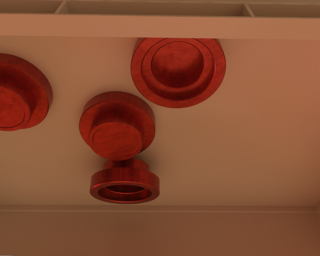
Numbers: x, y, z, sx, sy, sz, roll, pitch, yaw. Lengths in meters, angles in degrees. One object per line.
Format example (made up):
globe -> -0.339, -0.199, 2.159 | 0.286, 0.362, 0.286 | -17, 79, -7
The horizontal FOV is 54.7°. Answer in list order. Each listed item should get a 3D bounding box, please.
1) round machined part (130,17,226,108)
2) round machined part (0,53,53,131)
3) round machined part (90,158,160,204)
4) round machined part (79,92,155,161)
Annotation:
round machined part -> 0.019, -0.072, 0.336 | 0.099, 0.042, 0.097 | 0, 130, 0
round machined part -> -0.183, -0.035, 0.367 | 0.099, 0.042, 0.097 | 0, 130, 0
round machined part -> -0.049, 0.075, 0.449 | 0.099, 0.042, 0.098 | -1, 149, 0
round machined part -> -0.055, 0.005, 0.401 | 0.099, 0.042, 0.097 | 0, 130, 0
